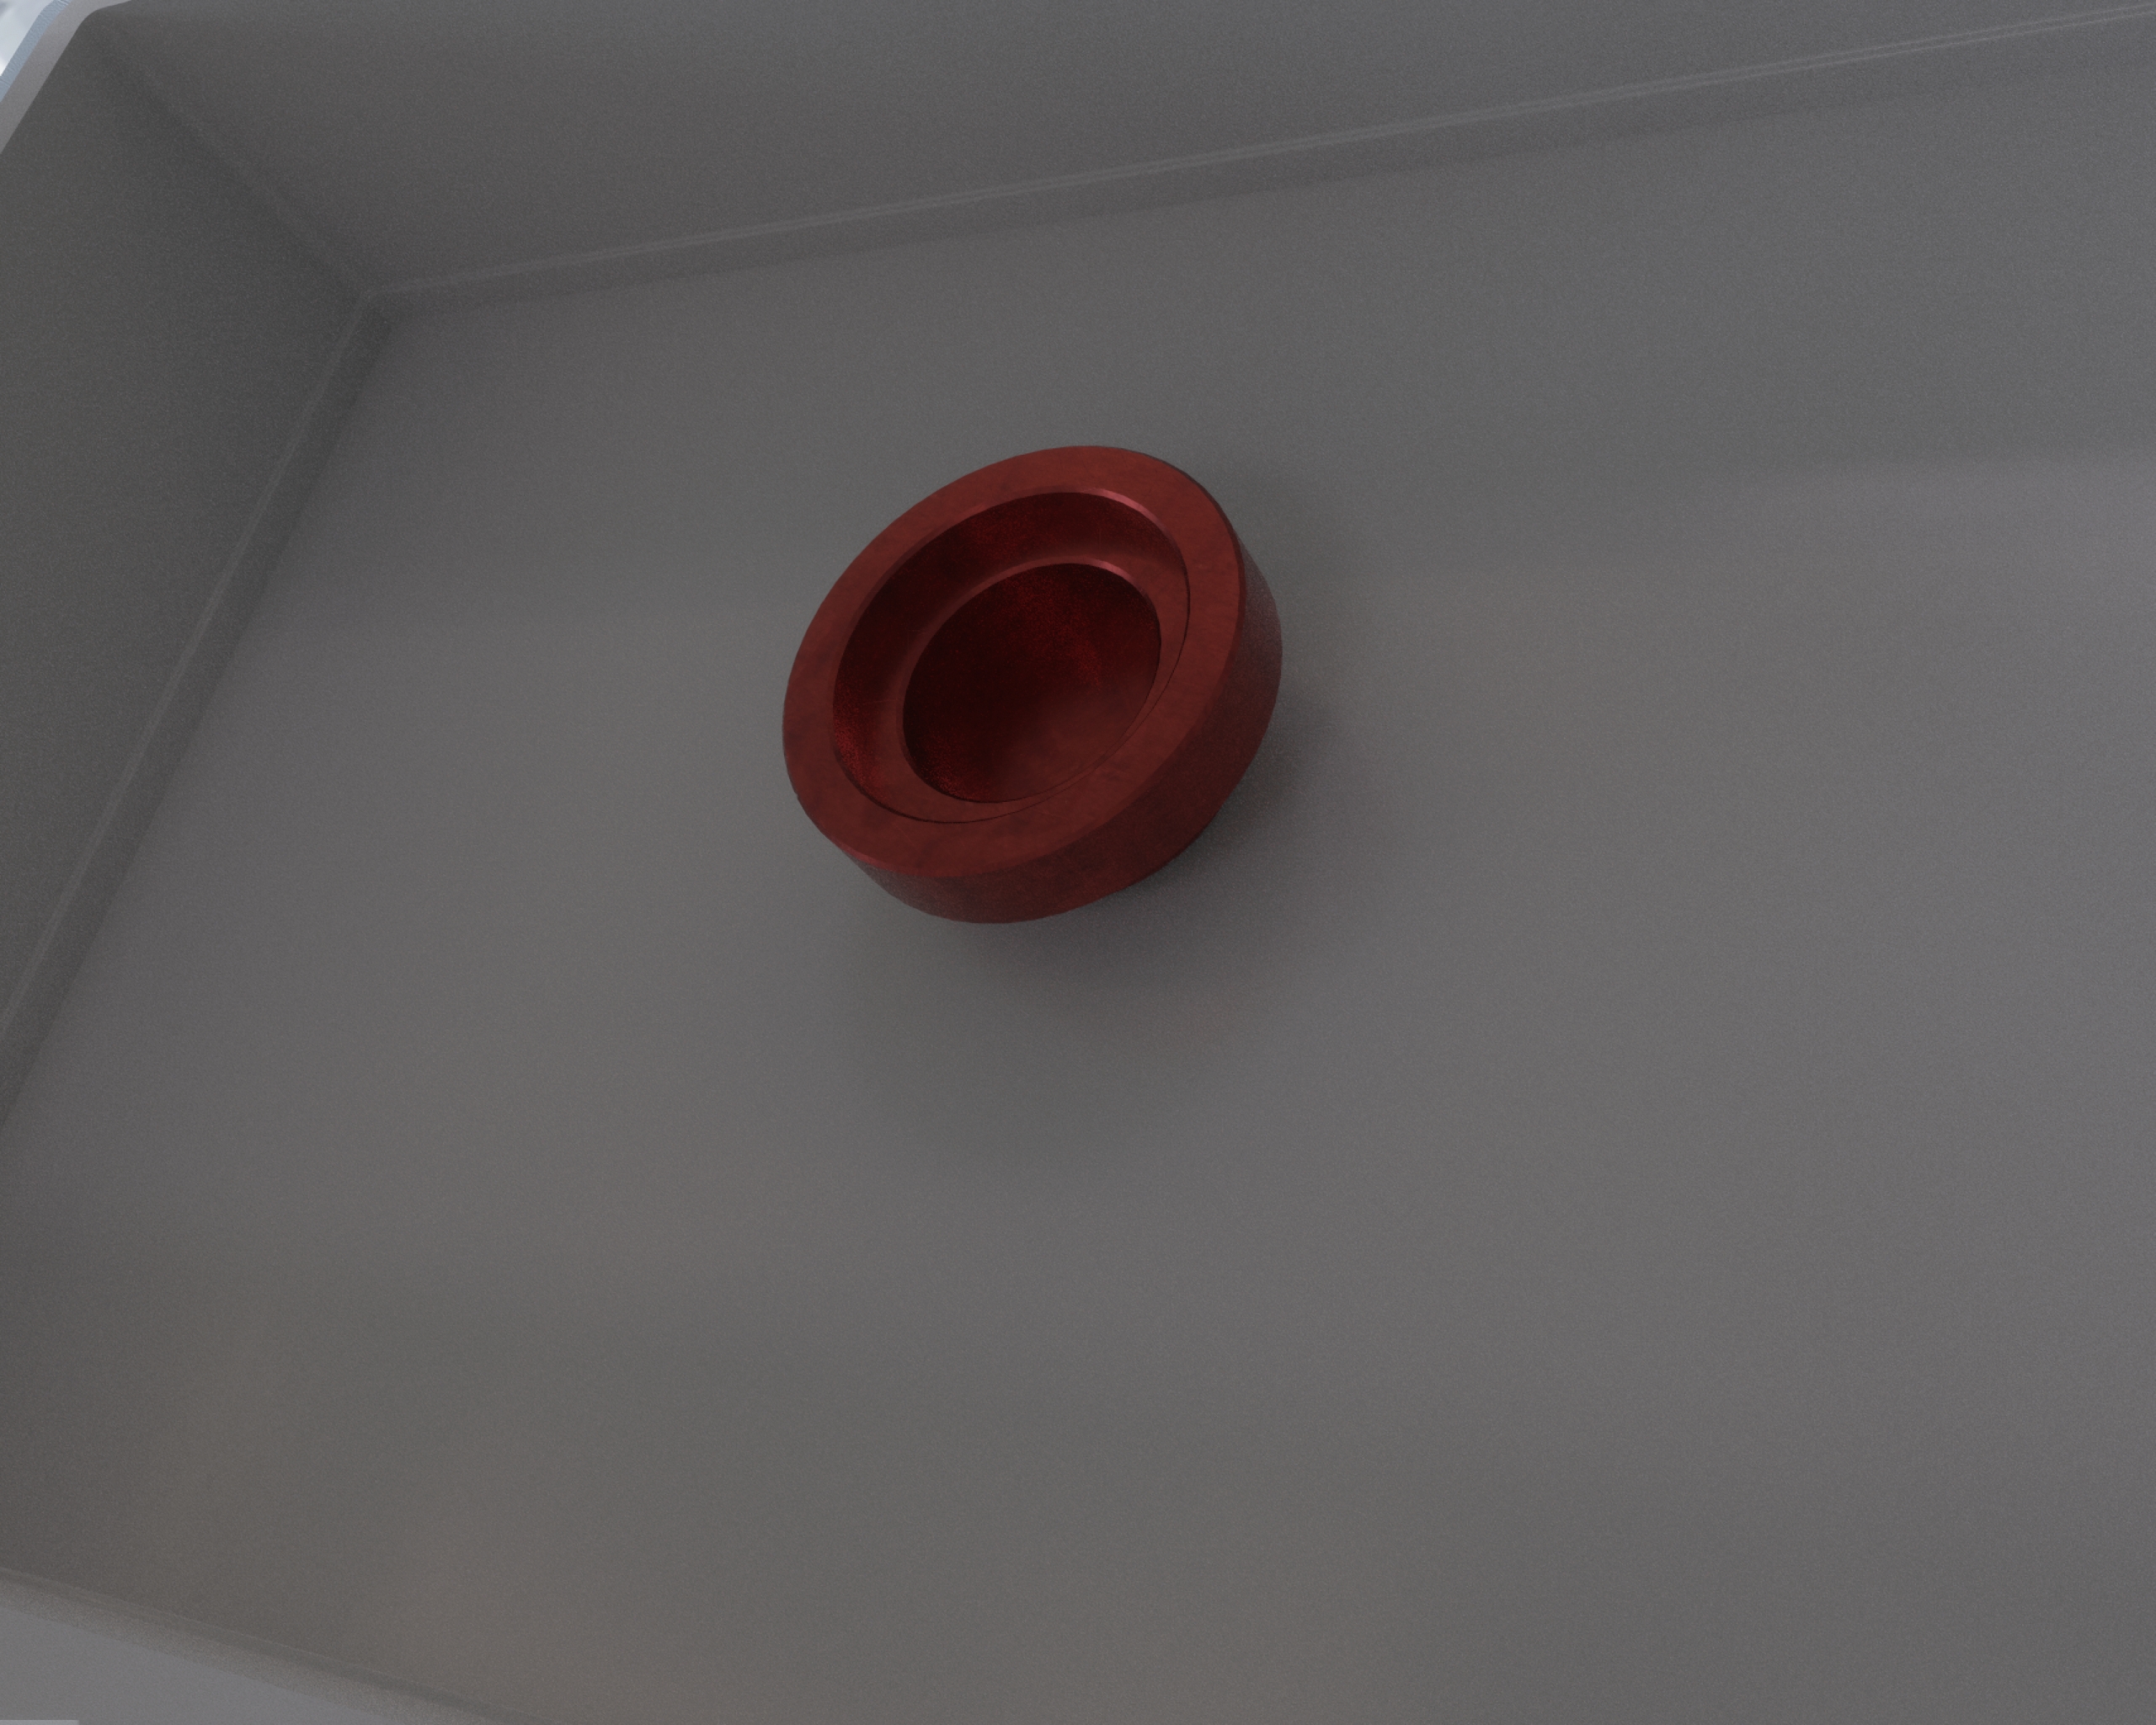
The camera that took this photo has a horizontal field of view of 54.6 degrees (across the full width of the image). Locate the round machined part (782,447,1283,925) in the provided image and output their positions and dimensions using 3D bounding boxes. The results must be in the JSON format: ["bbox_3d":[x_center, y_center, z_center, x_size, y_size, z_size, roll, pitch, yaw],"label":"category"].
[{"bbox_3d":[-0.006,-0.031,0.414,0.098,0.042,0.098,-13,56,21],"label":"round machined part"}]
